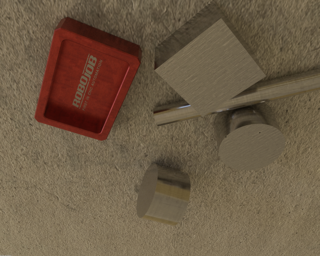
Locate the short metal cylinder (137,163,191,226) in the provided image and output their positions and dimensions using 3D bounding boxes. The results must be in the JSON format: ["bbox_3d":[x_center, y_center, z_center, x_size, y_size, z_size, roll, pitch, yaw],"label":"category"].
[{"bbox_3d":[0.004,0.097,0.454,0.050,0.080,0.079,19,128,-15],"label":"short metal cylinder"}]

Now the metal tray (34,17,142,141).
[{"bbox_3d":[-0.086,-0.050,0.360,0.091,0.030,0.129,18,128,-16],"label":"metal tray"}]

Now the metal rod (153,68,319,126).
[{"bbox_3d":[0.140,-0.046,0.368,0.301,0.025,0.025,-13,129,10],"label":"metal rod"}]

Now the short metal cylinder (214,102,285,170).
[{"bbox_3d":[0.113,0.009,0.400,0.081,0.050,0.079,0,130,0],"label":"short metal cylinder"}]

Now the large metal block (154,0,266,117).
[{"bbox_3d":[0.051,-0.071,0.331,0.080,0.050,0.080,-34,123,25],"label":"large metal block"}]
